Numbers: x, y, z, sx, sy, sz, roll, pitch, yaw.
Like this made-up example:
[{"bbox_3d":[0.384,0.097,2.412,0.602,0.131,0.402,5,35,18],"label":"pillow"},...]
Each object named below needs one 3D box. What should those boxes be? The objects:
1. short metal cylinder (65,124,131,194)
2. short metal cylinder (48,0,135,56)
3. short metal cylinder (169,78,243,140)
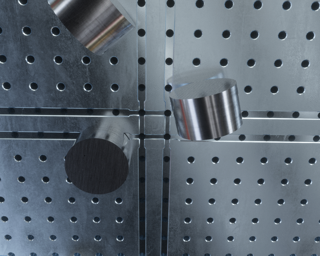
[{"bbox_3d":[-0.080,0.041,0.414,0.081,0.050,0.079,0,110,-1],"label":"short metal cylinder"},{"bbox_3d":[-0.072,-0.126,0.336,0.050,0.080,0.080,-37,106,12],"label":"short metal cylinder"},{"bbox_3d":[0.056,-0.025,0.376,0.080,0.080,0.050,-12,110,4],"label":"short metal cylinder"}]
